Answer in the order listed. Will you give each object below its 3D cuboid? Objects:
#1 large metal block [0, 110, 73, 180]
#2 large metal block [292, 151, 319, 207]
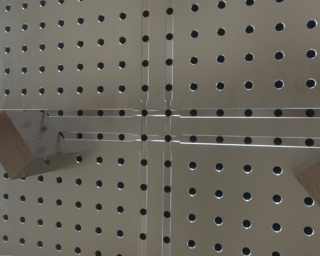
[{"bbox_3d":[-0.188,0.022,0.448,0.050,0.080,0.080,-41,77,15],"label":"large metal block"},{"bbox_3d":[0.202,0.058,0.328,0.080,0.050,0.080,-40,78,15],"label":"large metal block"}]
